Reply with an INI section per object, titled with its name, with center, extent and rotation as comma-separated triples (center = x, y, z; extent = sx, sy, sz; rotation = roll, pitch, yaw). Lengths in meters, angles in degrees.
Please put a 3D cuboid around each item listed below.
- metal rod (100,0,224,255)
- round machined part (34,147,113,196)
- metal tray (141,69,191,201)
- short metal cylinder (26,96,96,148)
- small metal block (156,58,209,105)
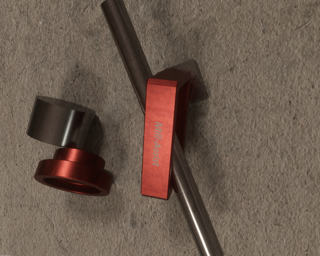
[metal rod]
center = 0.003, 0.004, 0.337
extent = 0.025, 0.025, 0.299
rotation = -21, 92, 18
[round machined part]
center = -0.111, 0.058, 0.414
extent = 0.098, 0.098, 0.042
rotation = 1, 65, 19
[metal tray]
center = 0.008, 0.003, 0.351
extent = 0.030, 0.090, 0.129
rotation = 8, 109, 12
[short metal cylinder]
center = -0.135, -0.009, 0.426
extent = 0.080, 0.080, 0.050
rotation = 19, 96, 18
[small metal block]
center = 0.030, -0.054, 0.398
extent = 0.050, 0.025, 0.050
rotation = -19, 84, 18
